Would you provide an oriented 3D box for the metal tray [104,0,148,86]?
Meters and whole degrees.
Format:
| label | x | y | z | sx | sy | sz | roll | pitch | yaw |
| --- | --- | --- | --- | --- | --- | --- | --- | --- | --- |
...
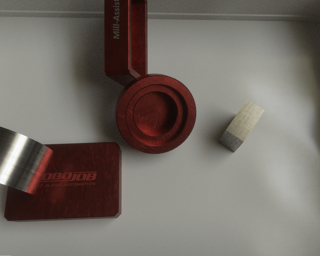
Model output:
| label | x | y | z | sx | sy | sz | roll | pitch | yaw |
| --- | --- | --- | --- | --- | --- | --- | --- | --- | --- |
| metal tray | -0.041 | -0.123 | 0.399 | 0.030 | 0.090 | 0.129 | -1 | 87 | 11 |

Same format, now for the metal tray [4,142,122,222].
| label | x | y | z | sx | sy | sz | roll | pitch | yaw |
| --- | --- | --- | --- | --- | --- | --- | --- | --- | --- |
| metal tray | -0.114 | 0.066 | 0.381 | 0.131 | 0.030 | 0.090 | -2 | 70 | -1 |

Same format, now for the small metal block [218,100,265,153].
| label | x | y | z | sx | sy | sz | roll | pitch | yaw |
| --- | --- | --- | --- | --- | --- | --- | --- | --- | --- |
| small metal block | 0.104 | -0.001 | 0.398 | 0.025 | 0.050 | 0.050 | 35 | 74 | 11 |

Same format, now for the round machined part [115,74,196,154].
| label | x | y | z | sx | sy | sz | roll | pitch | yaw |
| --- | --- | --- | --- | --- | --- | --- | --- | --- | --- |
| round machined part | -0.008 | -0.020 | 0.391 | 0.099 | 0.042 | 0.097 | -3 | 105 | -13 |

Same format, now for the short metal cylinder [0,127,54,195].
| label | x | y | z | sx | sy | sz | roll | pitch | yaw |
| --- | --- | --- | --- | --- | --- | --- | --- | --- | --- |
| short metal cylinder | -0.164 | 0.034 | 0.334 | 0.080 | 0.080 | 0.050 | 17 | 71 | 6 |
